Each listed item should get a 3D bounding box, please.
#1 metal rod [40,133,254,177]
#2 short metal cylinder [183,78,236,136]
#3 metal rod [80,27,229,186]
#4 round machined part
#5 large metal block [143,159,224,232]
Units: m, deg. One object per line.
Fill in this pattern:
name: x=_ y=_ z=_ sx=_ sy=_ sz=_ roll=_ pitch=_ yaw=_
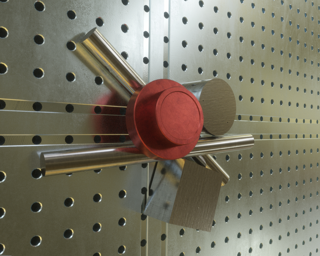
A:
metal rod: x=0.008 y=0.028 z=0.394 sx=0.303 sy=0.025 sz=0.025 roll=-4 pitch=93 yaw=-33
short metal cylinder: x=0.065 y=-0.029 z=0.449 sx=0.081 sy=0.050 sz=0.079 roll=0 pitch=90 yaw=-40
metal rod: x=0.010 y=-0.010 z=0.420 sx=0.300 sy=0.025 sz=0.025 roll=46 pitch=62 yaw=-31
round machined part: x=0.013 y=-0.011 z=0.367 sx=0.099 sy=0.042 sz=0.097 roll=7 pitch=78 yaw=-33
large metal block: x=0.034 y=0.090 z=0.421 sx=0.080 sy=0.050 sz=0.080 roll=26 pitch=74 yaw=-38
